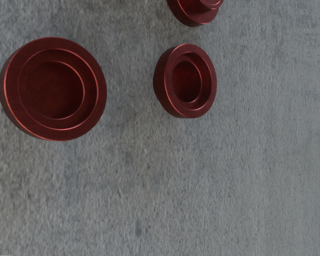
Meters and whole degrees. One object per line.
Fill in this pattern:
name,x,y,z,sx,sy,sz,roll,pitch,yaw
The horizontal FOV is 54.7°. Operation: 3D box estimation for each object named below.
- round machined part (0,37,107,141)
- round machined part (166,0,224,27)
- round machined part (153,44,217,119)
round machined part,-0.106,-0.036,0.306,0.099,0.042,0.097,0,90,-40
round machined part,0.056,-0.199,0.442,0.099,0.042,0.097,0,90,-40
round machined part,0.030,-0.061,0.420,0.099,0.042,0.097,0,90,-40
